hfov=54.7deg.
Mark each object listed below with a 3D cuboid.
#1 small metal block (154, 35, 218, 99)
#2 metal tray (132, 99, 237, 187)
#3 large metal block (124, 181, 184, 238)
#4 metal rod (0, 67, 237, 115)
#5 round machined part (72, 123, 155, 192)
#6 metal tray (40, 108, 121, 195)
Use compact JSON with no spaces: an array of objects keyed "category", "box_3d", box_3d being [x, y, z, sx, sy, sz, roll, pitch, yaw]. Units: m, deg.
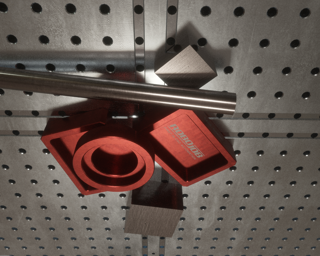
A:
[{"category":"small metal block","box_3d":[0.029,-0.068,0.354,0.050,0.025,0.050,-35,123,25]},{"category":"metal tray","box_3d":[0.035,0.022,0.427,0.090,0.030,0.130,-30,125,22]},{"category":"large metal block","box_3d":[-0.012,0.132,0.508,0.081,0.050,0.079,9,130,-8]},{"category":"metal rod","box_3d":[-0.067,-0.044,0.351,0.302,0.025,0.025,7,130,2]},{"category":"round machined part","box_3d":[-0.056,0.033,0.388,0.099,0.042,0.097,0,130,0]},{"category":"metal tray","box_3d":[-0.094,0.039,0.439,0.090,0.030,0.129,-13,129,10]}]
